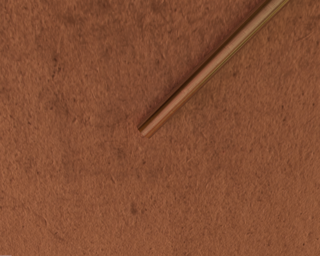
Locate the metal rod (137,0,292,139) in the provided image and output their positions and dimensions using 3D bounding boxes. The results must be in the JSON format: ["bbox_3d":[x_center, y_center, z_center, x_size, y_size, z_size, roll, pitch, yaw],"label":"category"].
[{"bbox_3d":[0.082,-0.097,0.375,0.025,0.025,0.299,42,104,-14],"label":"metal rod"}]
